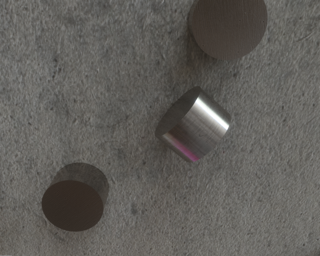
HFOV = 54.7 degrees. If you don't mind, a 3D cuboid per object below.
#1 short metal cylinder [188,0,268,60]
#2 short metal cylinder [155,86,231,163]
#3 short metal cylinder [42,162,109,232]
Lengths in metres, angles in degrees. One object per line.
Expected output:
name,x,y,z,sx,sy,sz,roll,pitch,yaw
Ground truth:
short metal cylinder,0.074,-0.121,0.353,0.081,0.050,0.079,0,110,-1
short metal cylinder,0.039,-0.005,0.379,0.050,0.080,0.080,40,105,-14
short metal cylinder,-0.115,0.095,0.430,0.081,0.050,0.079,0,110,-1
